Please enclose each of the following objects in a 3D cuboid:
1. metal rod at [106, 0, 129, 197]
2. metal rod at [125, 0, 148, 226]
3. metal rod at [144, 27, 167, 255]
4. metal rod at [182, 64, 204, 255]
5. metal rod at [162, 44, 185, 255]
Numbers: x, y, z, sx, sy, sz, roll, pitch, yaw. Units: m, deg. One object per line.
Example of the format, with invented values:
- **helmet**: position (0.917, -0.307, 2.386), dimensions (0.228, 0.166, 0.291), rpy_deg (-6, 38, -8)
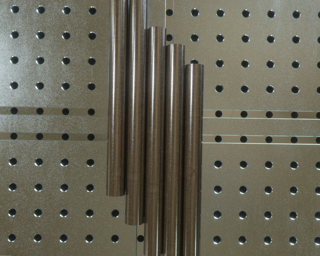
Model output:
- **metal rod**: position (-0.056, -0.060, 0.412), dimensions (0.025, 0.025, 0.298), rpy_deg (1, 90, -1)
- **metal rod**: position (-0.031, -0.023, 0.412), dimensions (0.025, 0.025, 0.298), rpy_deg (1, 90, -1)
- **metal rod**: position (-0.006, 0.018, 0.413), dimensions (0.025, 0.025, 0.298), rpy_deg (1, 90, -1)
- **metal rod**: position (0.043, 0.066, 0.413), dimensions (0.025, 0.025, 0.298), rpy_deg (1, 90, -1)
- **metal rod**: position (0.018, 0.040, 0.413), dimensions (0.025, 0.025, 0.298), rpy_deg (1, 90, -1)
